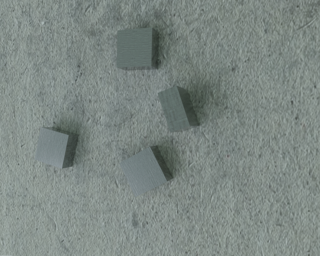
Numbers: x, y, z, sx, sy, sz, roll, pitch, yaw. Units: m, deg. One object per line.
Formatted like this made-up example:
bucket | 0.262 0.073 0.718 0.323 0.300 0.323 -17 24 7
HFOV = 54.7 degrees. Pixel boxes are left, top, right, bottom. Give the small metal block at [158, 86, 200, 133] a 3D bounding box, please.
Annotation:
small metal block | 0.024 -0.022 0.387 0.025 0.050 0.050 -20 84 19

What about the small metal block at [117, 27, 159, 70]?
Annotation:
small metal block | -0.030 -0.106 0.419 0.050 0.025 0.050 2 91 20

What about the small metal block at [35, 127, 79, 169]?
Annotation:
small metal block | -0.154 0.028 0.463 0.050 0.025 0.050 14 95 19

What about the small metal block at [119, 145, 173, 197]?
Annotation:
small metal block | -0.018 0.057 0.415 0.050 0.025 0.050 -29 81 17
